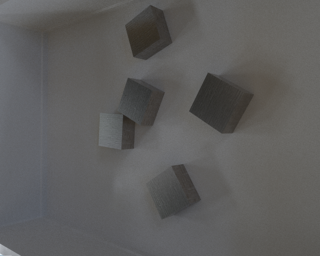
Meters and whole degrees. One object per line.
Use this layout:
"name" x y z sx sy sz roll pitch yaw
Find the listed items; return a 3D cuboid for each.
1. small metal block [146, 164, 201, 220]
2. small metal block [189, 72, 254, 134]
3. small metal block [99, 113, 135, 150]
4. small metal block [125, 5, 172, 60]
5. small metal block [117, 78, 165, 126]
"small metal block" 0.016 0.081 0.394 0.050 0.025 0.050 -40 66 33
"small metal block" 0.068 -0.028 0.350 0.050 0.025 0.050 38 113 33
"small metal block" -0.064 0.004 0.460 0.050 0.025 0.050 6 94 40
"small metal block" -0.016 -0.128 0.420 0.050 0.025 0.050 -24 75 37
"small metal block" -0.027 -0.036 0.429 0.050 0.025 0.050 32 110 35
